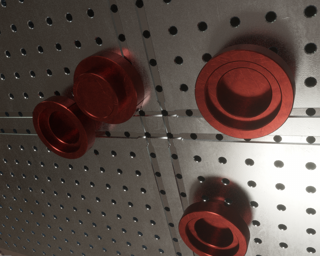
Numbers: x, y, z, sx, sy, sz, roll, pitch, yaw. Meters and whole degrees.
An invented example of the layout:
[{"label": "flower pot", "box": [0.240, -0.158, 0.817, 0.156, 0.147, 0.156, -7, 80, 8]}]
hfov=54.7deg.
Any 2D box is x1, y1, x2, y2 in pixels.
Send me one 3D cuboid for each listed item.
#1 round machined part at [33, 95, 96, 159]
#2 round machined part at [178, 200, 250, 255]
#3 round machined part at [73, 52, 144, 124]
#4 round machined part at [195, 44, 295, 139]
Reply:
[{"label": "round machined part", "box": [-0.138, -0.005, 0.468, 0.098, 0.042, 0.097, 13, 124, 20]}, {"label": "round machined part", "box": [0.080, 0.143, 0.446, 0.098, 0.042, 0.097, 13, 124, 20]}, {"label": "round machined part", "box": [-0.074, -0.047, 0.408, 0.098, 0.042, 0.097, 13, 124, 20]}, {"label": "round machined part", "box": [0.090, -0.041, 0.327, 0.098, 0.042, 0.097, 13, 124, 20]}]
